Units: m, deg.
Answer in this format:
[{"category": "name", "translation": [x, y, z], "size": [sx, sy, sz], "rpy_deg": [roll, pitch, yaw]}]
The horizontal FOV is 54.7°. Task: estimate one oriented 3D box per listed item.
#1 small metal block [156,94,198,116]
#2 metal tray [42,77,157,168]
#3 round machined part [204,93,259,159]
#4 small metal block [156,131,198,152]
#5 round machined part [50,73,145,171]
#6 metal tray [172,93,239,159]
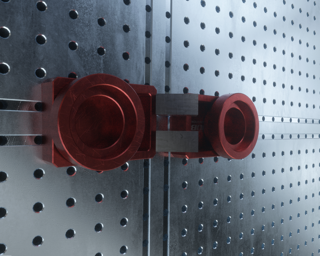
[{"category": "small metal block", "translation": [0.022, -0.028, 0.393], "size": [0.050, 0.050, 0.025], "rpy_deg": [1, 90, 4]}, {"category": "metal tray", "translation": [-0.064, -0.007, 0.354], "size": [0.131, 0.030, 0.089], "rpy_deg": [-1, 93, -40]}, {"category": "round machined part", "translation": [0.104, -0.003, 0.469], "size": [0.099, 0.042, 0.097], "rpy_deg": [0, 90, -40]}, {"category": "small metal block", "translation": [0.022, 0.016, 0.392], "size": [0.050, 0.050, 0.025], "rpy_deg": [1, 90, 4]}, {"category": "round machined part", "translation": [-0.067, -0.006, 0.325], "size": [0.099, 0.042, 0.097], "rpy_deg": [0, 90, -40]}, {"category": "metal tray", "translation": [0.076, -0.002, 0.470], "size": [0.131, 0.030, 0.089], "rpy_deg": [1, 90, -40]}]
